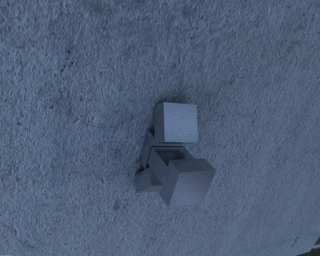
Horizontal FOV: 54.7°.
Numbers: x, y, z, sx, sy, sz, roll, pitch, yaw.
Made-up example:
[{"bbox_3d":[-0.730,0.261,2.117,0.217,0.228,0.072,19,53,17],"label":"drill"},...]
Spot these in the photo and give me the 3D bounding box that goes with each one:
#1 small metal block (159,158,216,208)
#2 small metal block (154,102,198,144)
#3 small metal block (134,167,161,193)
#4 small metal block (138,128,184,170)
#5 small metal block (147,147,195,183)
[{"bbox_3d":[0.032,0.065,0.371,0.050,0.025,0.050,1,118,-29],"label":"small metal block"},{"bbox_3d":[0.021,-0.005,0.403,0.050,0.025,0.050,3,81,-30],"label":"small metal block"},{"bbox_3d":[-0.003,0.073,0.438,0.050,0.025,0.050,2,158,-30],"label":"small metal block"},{"bbox_3d":[0.003,0.029,0.431,0.050,0.025,0.050,2,117,-30],"label":"small metal block"},{"bbox_3d":[0.019,0.048,0.401,0.050,0.050,0.025,2,117,-30],"label":"small metal block"}]
